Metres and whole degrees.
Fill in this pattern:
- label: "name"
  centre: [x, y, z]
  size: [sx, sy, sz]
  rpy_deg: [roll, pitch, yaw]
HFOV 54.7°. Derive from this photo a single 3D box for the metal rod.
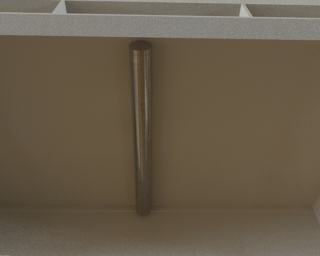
- label: "metal rod"
  centre: [-0.025, 0.025, 0.429]
  size: [0.025, 0.025, 0.298]
  rpy_deg: [1, 130, -1]
